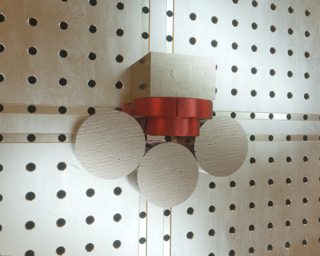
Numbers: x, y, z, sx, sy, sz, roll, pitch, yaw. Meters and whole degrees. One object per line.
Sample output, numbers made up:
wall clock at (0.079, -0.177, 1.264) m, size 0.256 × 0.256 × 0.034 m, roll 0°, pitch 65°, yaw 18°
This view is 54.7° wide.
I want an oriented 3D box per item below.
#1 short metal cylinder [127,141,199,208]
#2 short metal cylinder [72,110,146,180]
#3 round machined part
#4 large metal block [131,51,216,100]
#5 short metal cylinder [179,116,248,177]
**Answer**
short metal cylinder at (0.003, 0.057, 0.401) m, size 0.081 × 0.050 × 0.079 m, roll 0°, pitch 90°, yaw -20°
short metal cylinder at (-0.063, 0.019, 0.376) m, size 0.081 × 0.050 × 0.079 m, roll 0°, pitch 90°, yaw -20°
round machined part at (0.014, -0.011, 0.377) m, size 0.099 × 0.098 × 0.042 m, roll 2°, pitch 89°, yaw -20°
large metal block at (0.014, -0.058, 0.388) m, size 0.081 × 0.080 × 0.050 m, roll 1°, pitch 90°, yaw -20°
short metal cylinder at (0.072, 0.024, 0.426) m, size 0.081 × 0.050 × 0.079 m, roll 0°, pitch 90°, yaw -20°
